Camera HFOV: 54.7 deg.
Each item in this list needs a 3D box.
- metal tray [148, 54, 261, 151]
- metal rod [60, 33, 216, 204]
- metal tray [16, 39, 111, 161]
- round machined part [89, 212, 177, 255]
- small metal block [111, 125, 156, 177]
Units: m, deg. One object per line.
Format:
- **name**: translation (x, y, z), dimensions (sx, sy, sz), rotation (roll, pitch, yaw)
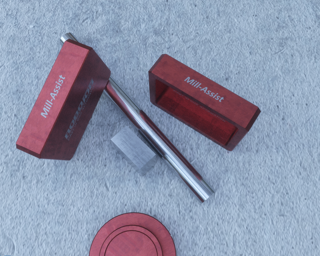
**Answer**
- **metal tray**: translation (0.048, -0.028, 0.384), dimensions (0.130, 0.090, 0.030), rotation (32, 73, 11)
- **metal rod**: translation (-0.038, -0.022, 0.415), dimensions (0.025, 0.025, 0.300), rotation (-39, 75, -13)
- **metal tray**: translation (-0.108, -0.027, 0.367), dimensions (0.030, 0.090, 0.130), rotation (23, 85, 8)
- **round machined part**: translation (-0.031, 0.144, 0.346), dimensions (0.099, 0.042, 0.098), rotation (0, 70, -1)
- **small metal block**: translation (-0.031, 0.030, 0.383), dimensions (0.025, 0.050, 0.050), rotation (-43, 76, -14)
